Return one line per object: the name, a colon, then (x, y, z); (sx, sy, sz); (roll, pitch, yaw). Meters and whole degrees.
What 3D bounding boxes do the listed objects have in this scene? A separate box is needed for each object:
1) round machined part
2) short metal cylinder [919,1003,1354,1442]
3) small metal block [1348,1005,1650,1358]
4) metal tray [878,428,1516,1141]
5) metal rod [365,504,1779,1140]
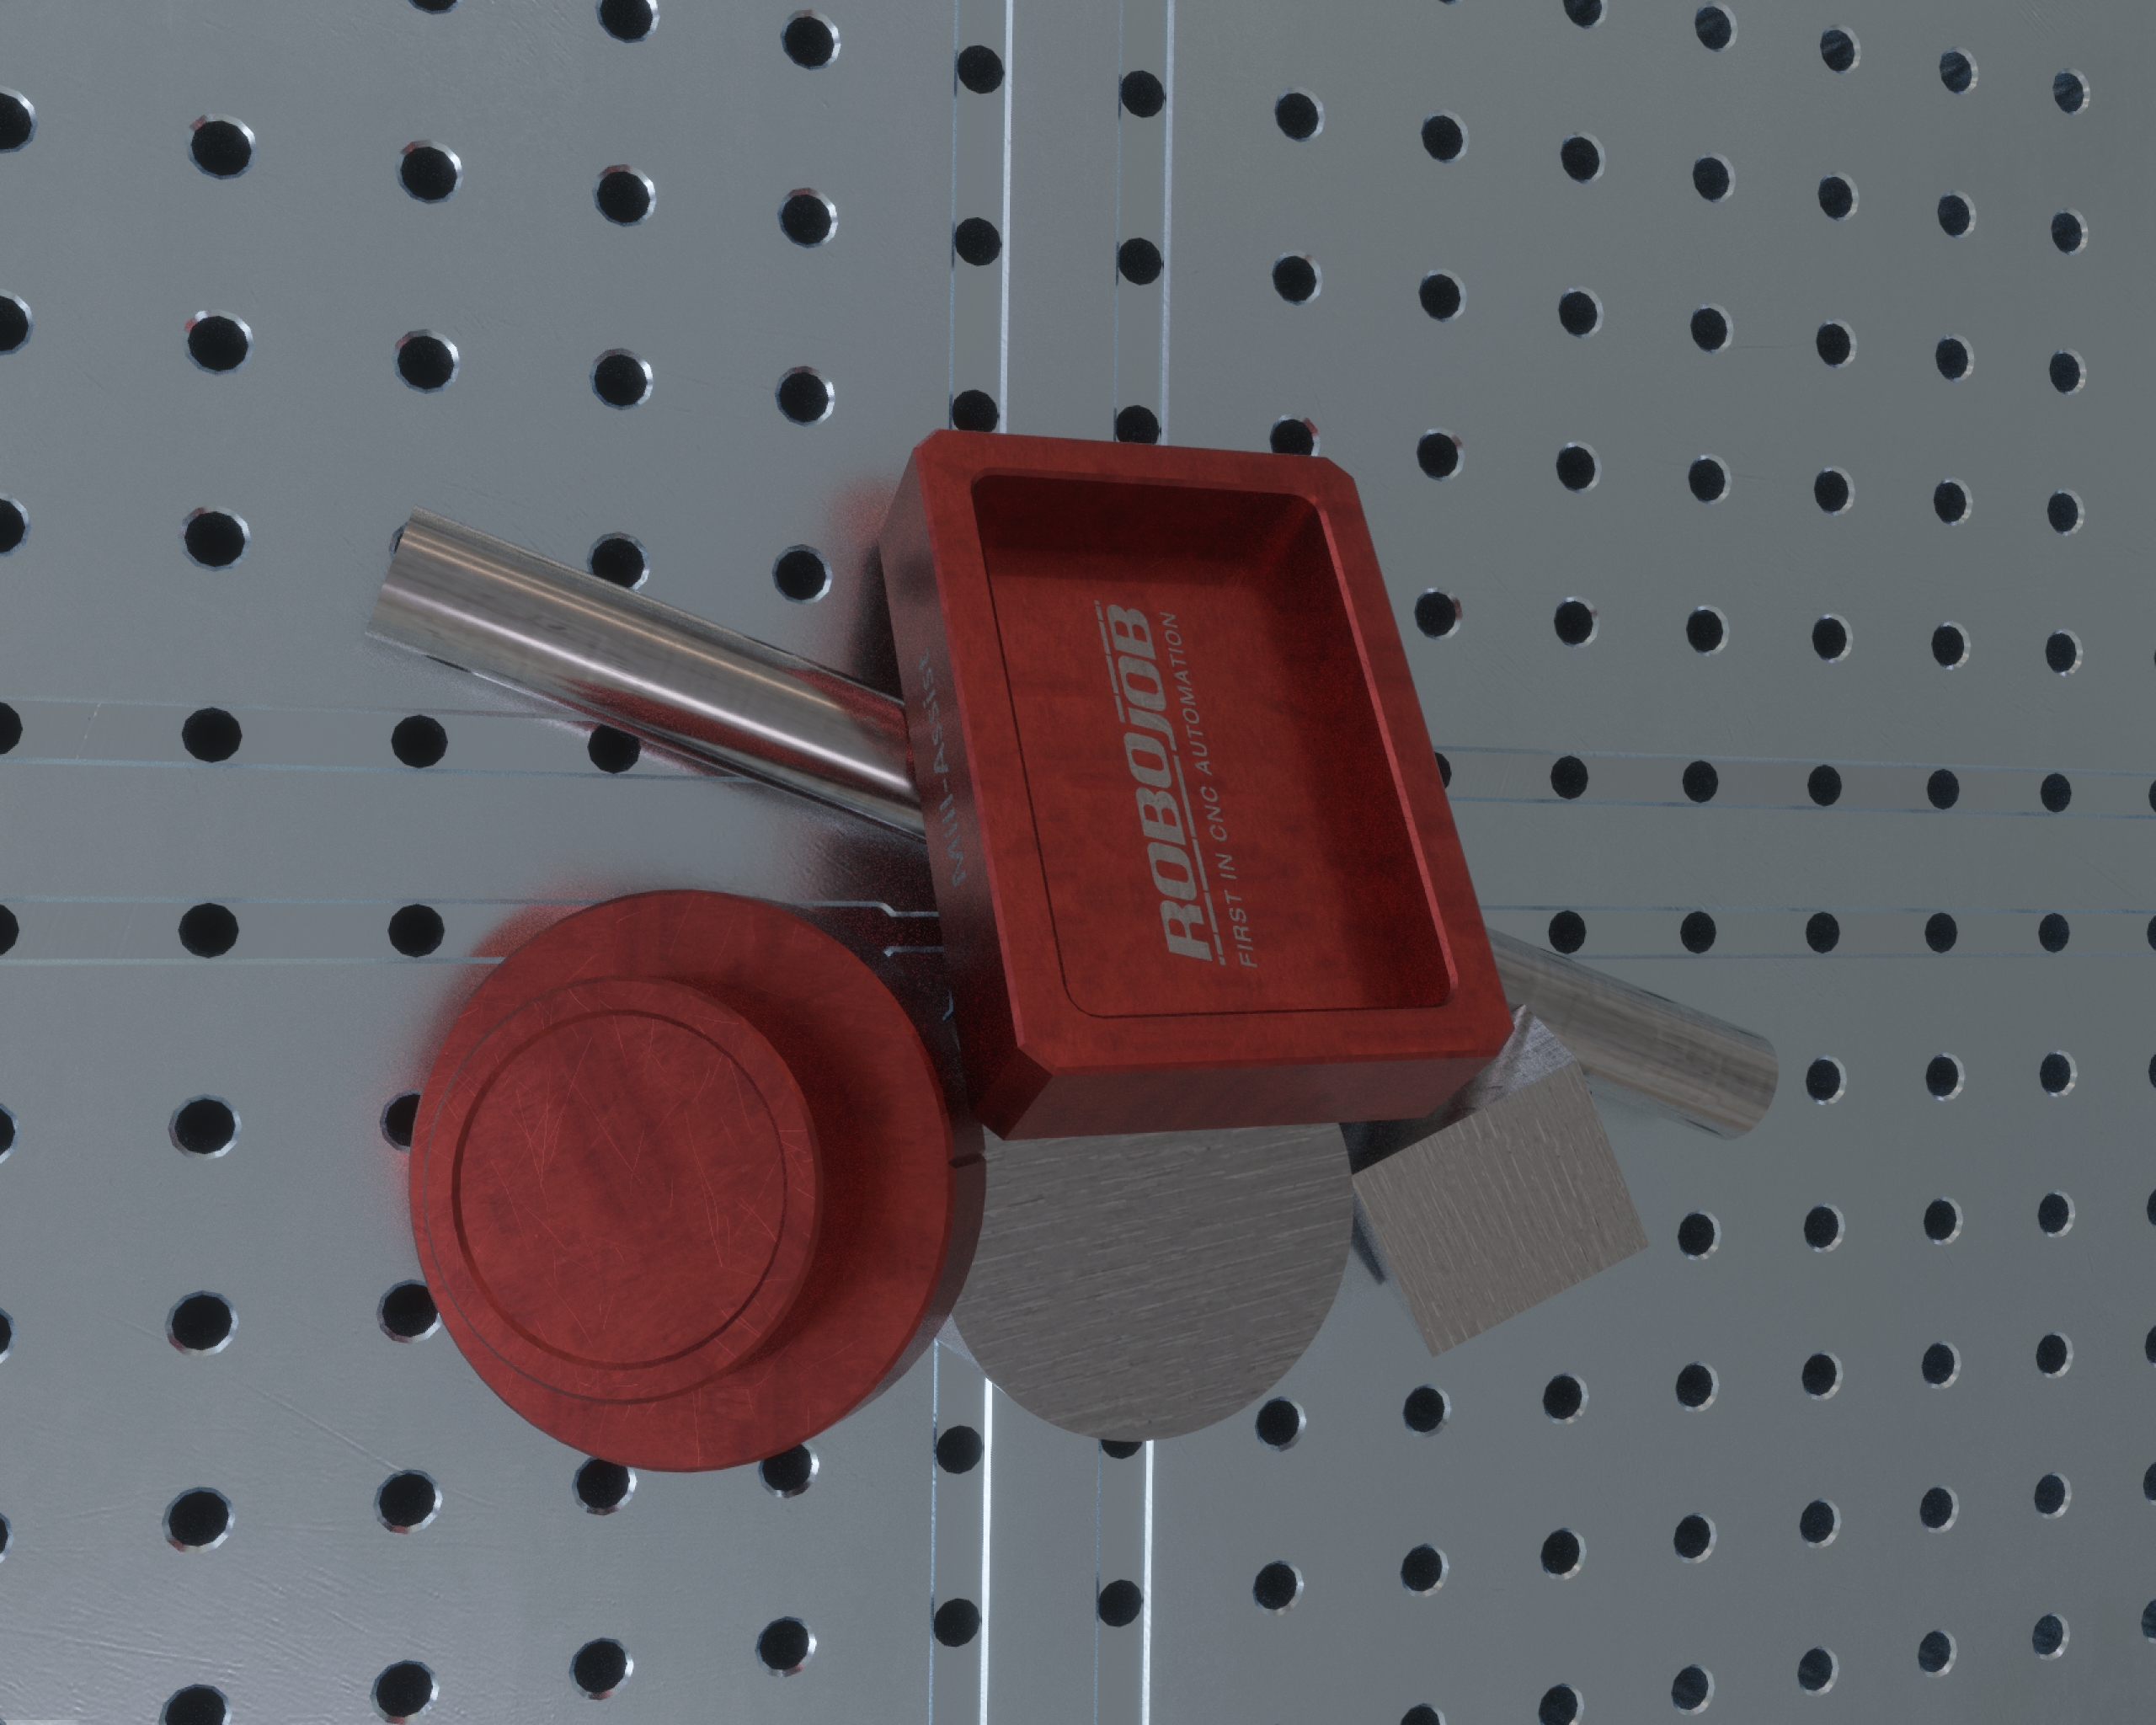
round machined part: (-0.068, 0.053, 0.350); (0.098, 0.042, 0.097); (-1, 85, 12)
short metal cylinder: (0.005, 0.064, 0.397); (0.081, 0.050, 0.079); (0, 90, -20)
small metal block: (0.082, 0.065, 0.428); (0.050, 0.025, 0.050); (-27, 116, -2)
metal tray: (0.018, -0.017, 0.382); (0.091, 0.030, 0.130); (0, 61, -21)
metal rod: (0.013, -0.001, 0.414); (0.302, 0.025, 0.025); (21, 83, -19)
